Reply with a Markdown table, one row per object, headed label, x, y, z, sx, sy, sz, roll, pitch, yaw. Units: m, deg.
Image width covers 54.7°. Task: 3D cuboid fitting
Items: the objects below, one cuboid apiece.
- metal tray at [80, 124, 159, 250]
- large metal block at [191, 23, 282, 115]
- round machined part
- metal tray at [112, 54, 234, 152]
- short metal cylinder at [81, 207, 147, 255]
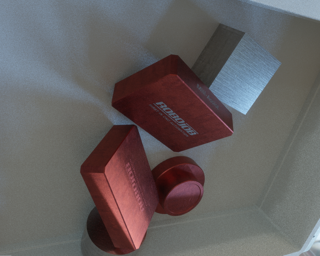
| label | x | y | z | sx | sy | sz | roll | pitch | yaw |
| --- | --- | --- | --- | --- | --- | --- | --- | --- | --- |
| metal tray | -0.042 | 0.072 | 0.381 | 0.030 | 0.090 | 0.129 | -2 | 122 | 23 |
| large metal block | 0.095 | -0.074 | 0.400 | 0.080 | 0.050 | 0.080 | 22 | 106 | -37 |
| round machined part | 0.027 | 0.095 | 0.473 | 0.099 | 0.042 | 0.097 | -14 | 125 | -21 |
| metal tray | 0.019 | -0.021 | 0.373 | 0.090 | 0.030 | 0.130 | -21 | 138 | 32 |
| short metal cylinder | -0.064 | 0.147 | 0.424 | 0.081 | 0.080 | 0.050 | -2 | 134 | -28 |
